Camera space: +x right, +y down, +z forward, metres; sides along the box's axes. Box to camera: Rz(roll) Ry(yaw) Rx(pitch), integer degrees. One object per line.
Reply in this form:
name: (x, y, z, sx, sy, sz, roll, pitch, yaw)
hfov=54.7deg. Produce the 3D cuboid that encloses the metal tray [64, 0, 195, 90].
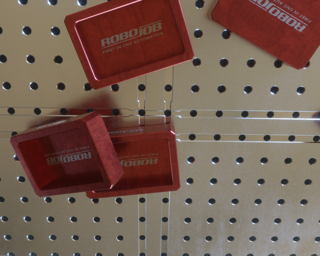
metal tray: (-0.034, -0.108, 0.370, 0.131, 0.030, 0.090, -17, 110, 5)

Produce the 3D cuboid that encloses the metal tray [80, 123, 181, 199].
metal tray: (-0.041, 0.046, 0.427, 0.131, 0.030, 0.089, -6, 110, 1)

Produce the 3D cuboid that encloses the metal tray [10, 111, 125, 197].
metal tray: (-0.119, 0.037, 0.393, 0.130, 0.030, 0.090, -12, 106, 27)

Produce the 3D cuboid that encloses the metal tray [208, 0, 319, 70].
metal tray: (0.134, -0.138, 0.362, 0.131, 0.030, 0.089, 26, 108, -10)
